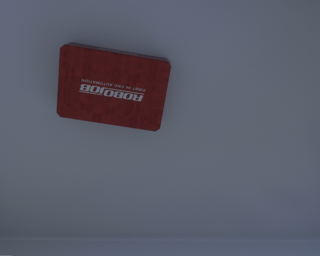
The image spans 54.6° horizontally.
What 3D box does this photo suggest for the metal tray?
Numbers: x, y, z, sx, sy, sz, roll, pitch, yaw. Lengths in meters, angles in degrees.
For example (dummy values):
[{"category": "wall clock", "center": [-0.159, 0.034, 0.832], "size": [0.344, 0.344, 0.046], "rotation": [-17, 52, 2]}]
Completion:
[{"category": "metal tray", "center": [-0.058, -0.051, 0.389], "size": [0.131, 0.030, 0.089], "rotation": [9, 110, -4]}]
